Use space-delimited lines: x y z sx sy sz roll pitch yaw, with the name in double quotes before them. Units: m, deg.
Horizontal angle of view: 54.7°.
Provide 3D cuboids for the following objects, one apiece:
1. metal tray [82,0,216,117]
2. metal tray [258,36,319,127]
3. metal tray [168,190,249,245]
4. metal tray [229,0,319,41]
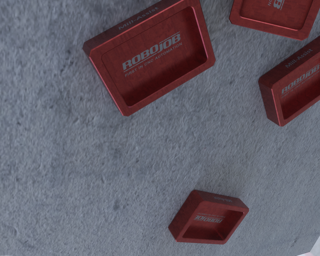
"metal tray" -0.007 -0.083 0.349 0.131 0.030 0.090 -32 129 -8
"metal tray" 0.221 -0.072 0.482 0.130 0.030 0.090 -35 129 -6
"metal tray" 0.090 0.163 0.555 0.131 0.030 0.090 19 108 -36
"metal tray" 0.138 -0.171 0.339 0.030 0.090 0.129 -47 153 -60
